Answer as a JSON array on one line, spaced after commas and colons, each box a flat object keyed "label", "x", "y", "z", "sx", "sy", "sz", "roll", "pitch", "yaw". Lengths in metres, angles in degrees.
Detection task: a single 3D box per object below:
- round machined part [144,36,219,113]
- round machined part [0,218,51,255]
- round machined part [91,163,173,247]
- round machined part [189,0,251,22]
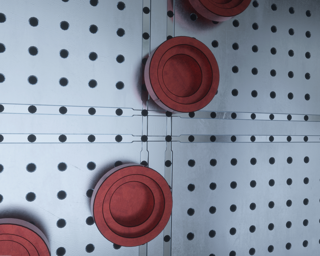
[{"label": "round machined part", "x": 0.026, "y": -0.068, "z": 0.413, "sx": 0.099, "sy": 0.042, "sz": 0.097, "roll": 0, "pitch": 90, "yaw": -20}, {"label": "round machined part", "x": -0.172, "y": 0.148, "z": 0.341, "sx": 0.099, "sy": 0.042, "sz": 0.097, "roll": 0, "pitch": 90, "yaw": -20}, {"label": "round machined part", "x": -0.037, "y": 0.093, "z": 0.390, "sx": 0.099, "sy": 0.042, "sz": 0.097, "roll": 0, "pitch": 90, "yaw": -20}, {"label": "round machined part", "x": 0.078, "y": -0.197, "z": 0.431, "sx": 0.099, "sy": 0.042, "sz": 0.097, "roll": 0, "pitch": 90, "yaw": -20}]
